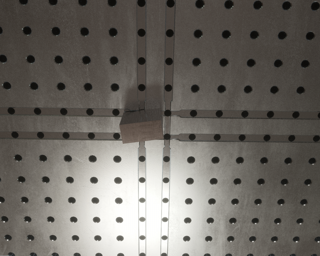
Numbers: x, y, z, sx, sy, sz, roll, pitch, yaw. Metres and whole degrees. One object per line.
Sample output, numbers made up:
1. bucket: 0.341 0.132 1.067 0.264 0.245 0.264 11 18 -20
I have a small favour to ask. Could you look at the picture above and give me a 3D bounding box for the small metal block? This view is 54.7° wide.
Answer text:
1. small metal block: -0.022 -0.004 0.398 0.050 0.050 0.025 -7 110 2
